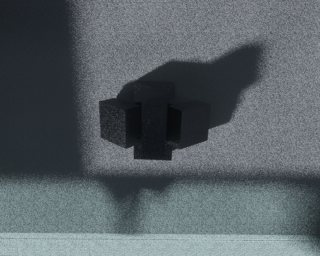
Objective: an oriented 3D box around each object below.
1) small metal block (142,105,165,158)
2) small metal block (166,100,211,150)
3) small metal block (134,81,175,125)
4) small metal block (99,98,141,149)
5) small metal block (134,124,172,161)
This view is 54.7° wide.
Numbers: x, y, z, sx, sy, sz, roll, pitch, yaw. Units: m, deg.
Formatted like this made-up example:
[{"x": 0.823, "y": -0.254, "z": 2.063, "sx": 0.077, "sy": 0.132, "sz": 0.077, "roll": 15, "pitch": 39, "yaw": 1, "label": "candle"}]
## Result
[{"x": -0.007, "y": 0.003, "z": 0.370, "sx": 0.025, "sy": 0.050, "sz": 0.050, "roll": 0, "pitch": 110, "yaw": -1, "label": "small metal block"}, {"x": 0.036, "y": -0.005, "z": 0.395, "sx": 0.050, "sy": 0.025, "sz": 0.050, "roll": -15, "pitch": 116, "yaw": -37, "label": "small metal block"}, {"x": -0.008, "y": -0.032, "z": 0.396, "sx": 0.050, "sy": 0.025, "sz": 0.050, "roll": 2, "pitch": 110, "yaw": -2, "label": "small metal block"}, {"x": -0.051, "y": -0.007, "z": 0.392, "sx": 0.050, "sy": 0.025, "sz": 0.050, "roll": 19, "pitch": 117, "yaw": 39, "label": "small metal block"}, {"x": -0.009, "y": 0.015, "z": 0.414, "sx": 0.050, "sy": 0.025, "sz": 0.050, "roll": 2, "pitch": 110, "yaw": -1, "label": "small metal block"}]
